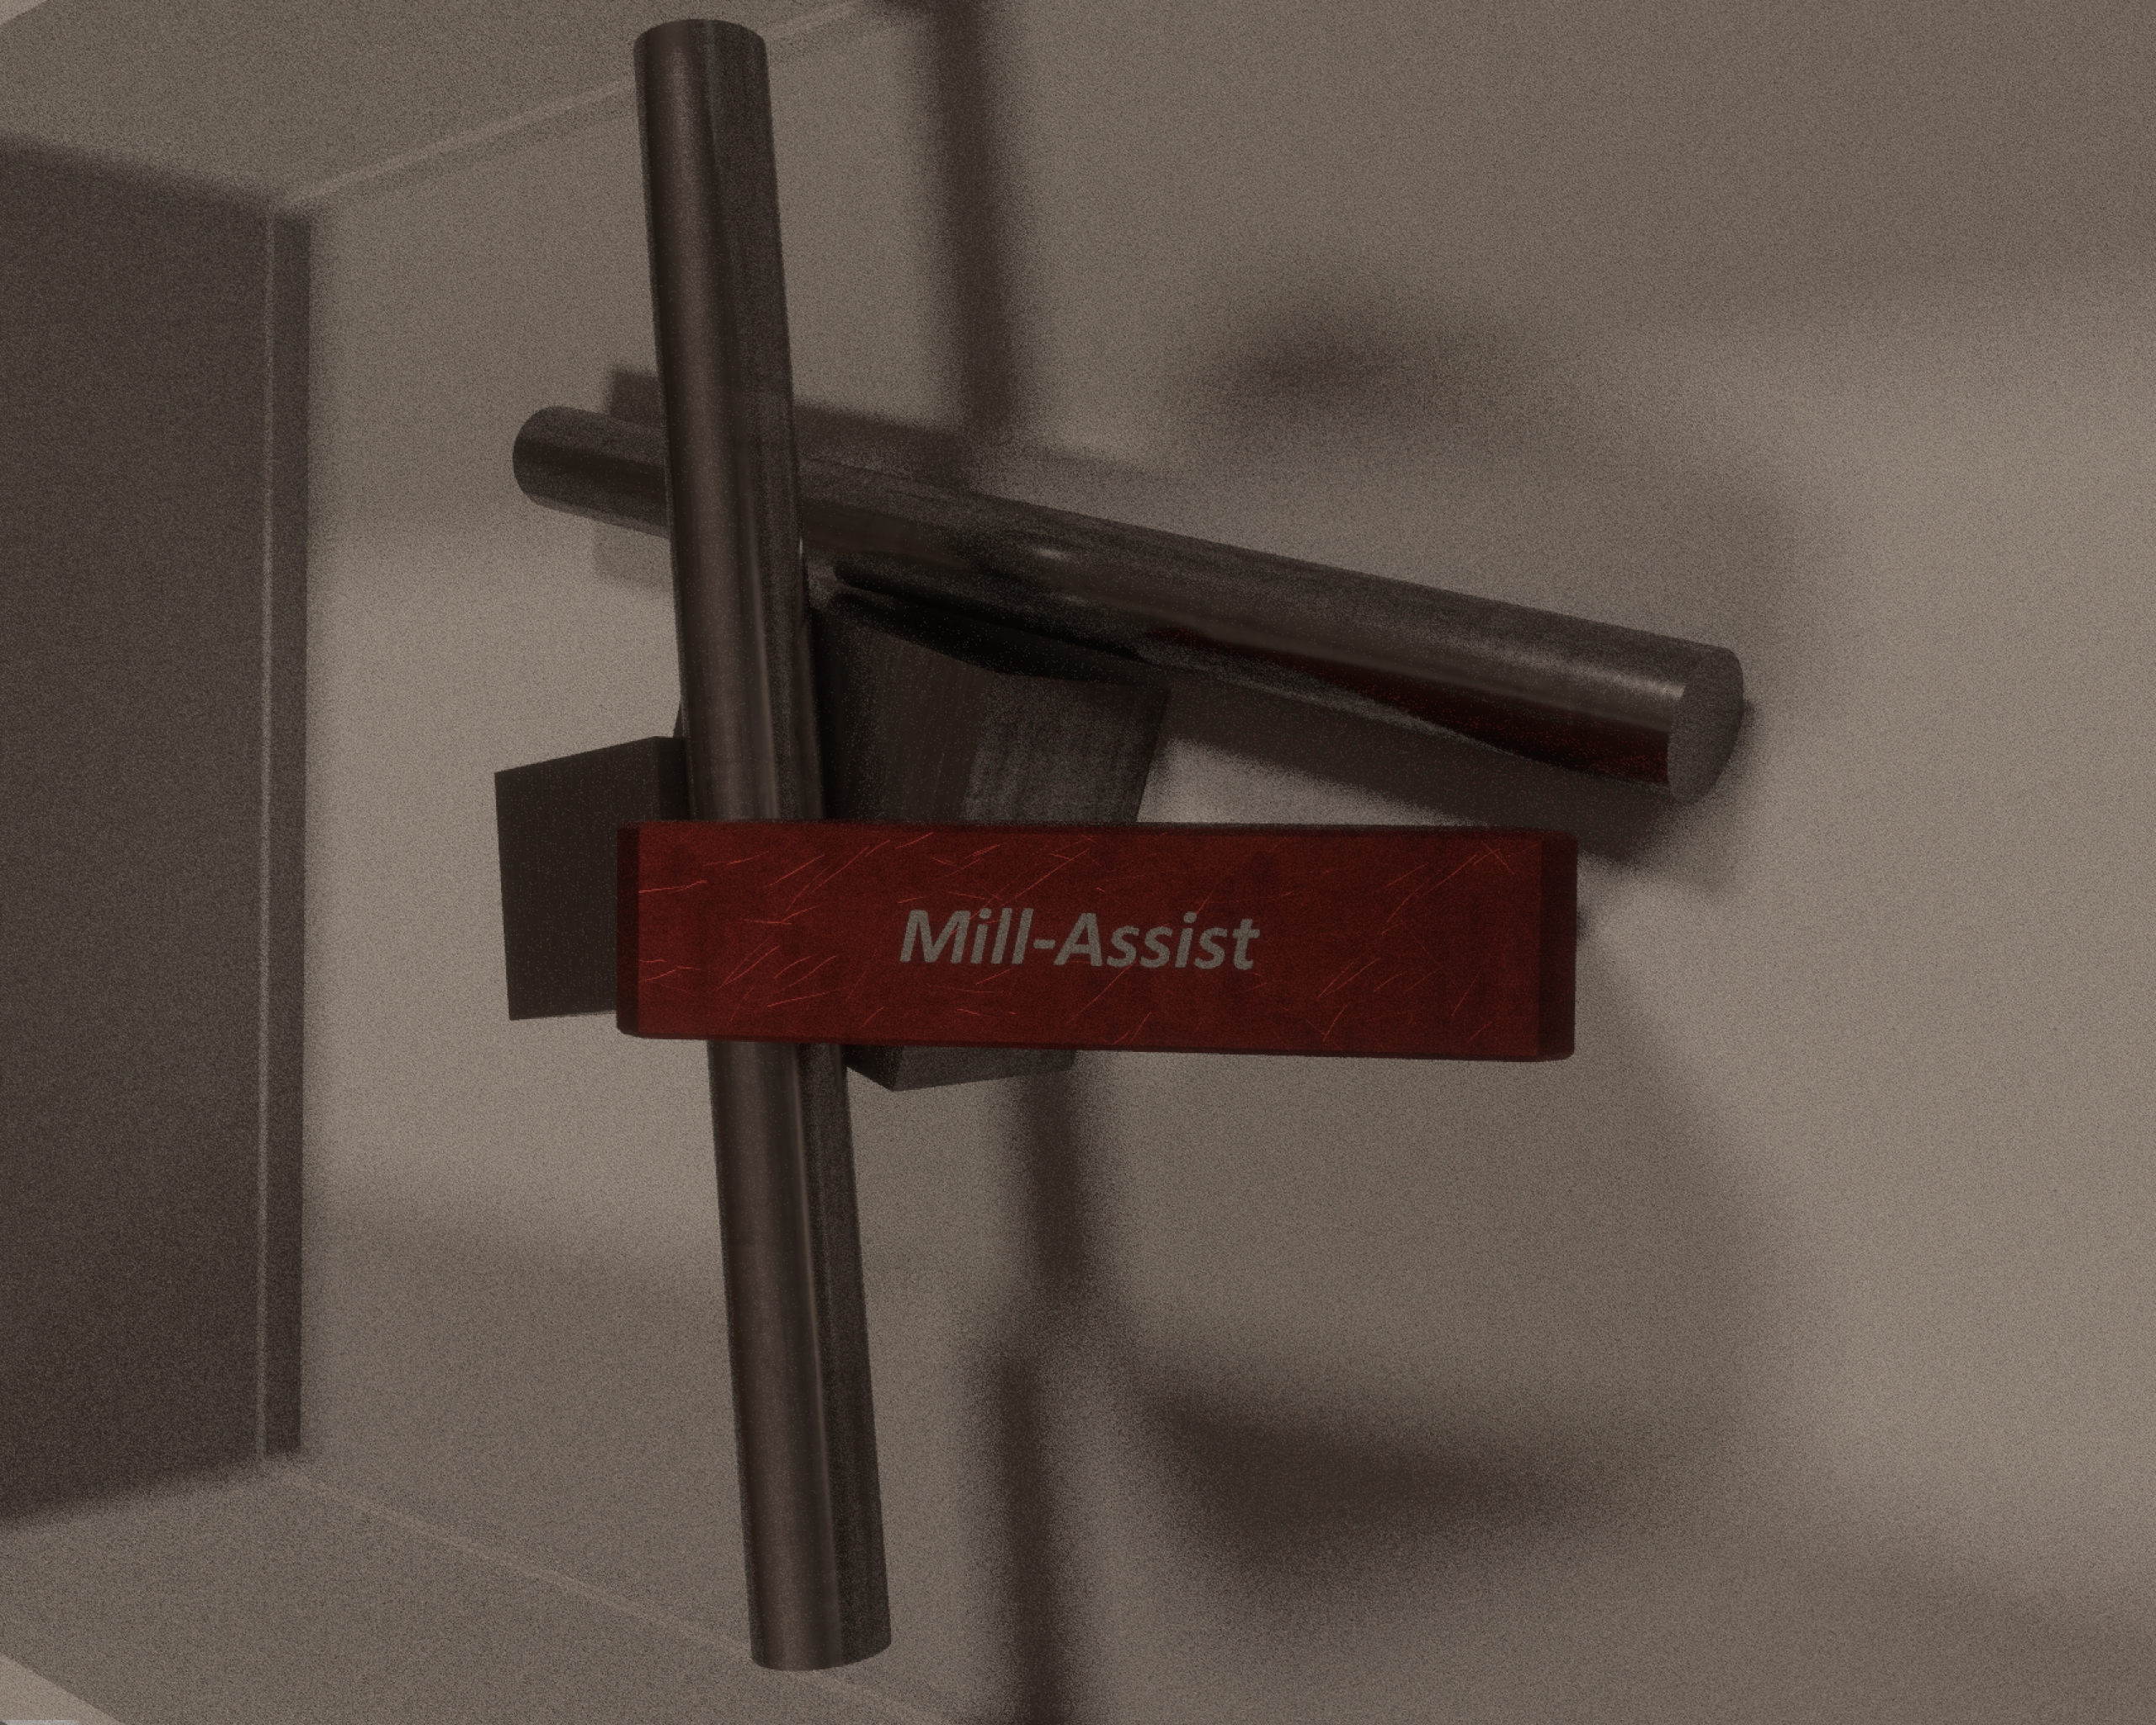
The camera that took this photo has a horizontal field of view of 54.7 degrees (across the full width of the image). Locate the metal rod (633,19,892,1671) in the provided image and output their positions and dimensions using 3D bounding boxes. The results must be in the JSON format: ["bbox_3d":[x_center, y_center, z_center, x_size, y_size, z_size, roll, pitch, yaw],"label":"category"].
[{"bbox_3d":[-0.059,-0.007,0.386,0.025,0.025,0.298,-8,85,39],"label":"metal rod"}]

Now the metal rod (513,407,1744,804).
[{"bbox_3d":[-0.015,-0.060,0.416,0.300,0.025,0.025,19,102,38],"label":"metal rod"}]

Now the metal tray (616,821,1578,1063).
[{"bbox_3d":[0.006,0.009,0.321,0.131,0.090,0.030,1,92,8],"label":"metal tray"}]

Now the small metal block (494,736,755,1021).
[{"bbox_3d":[-0.088,0.004,0.409,0.050,0.025,0.050,-8,84,39],"label":"small metal block"}]

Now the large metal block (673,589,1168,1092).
[{"bbox_3d":[-0.038,-0.008,0.418,0.080,0.050,0.079,23,104,37],"label":"large metal block"}]
